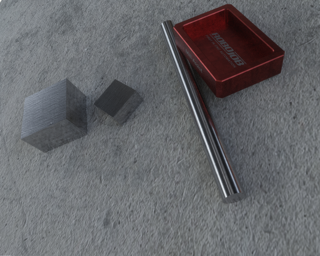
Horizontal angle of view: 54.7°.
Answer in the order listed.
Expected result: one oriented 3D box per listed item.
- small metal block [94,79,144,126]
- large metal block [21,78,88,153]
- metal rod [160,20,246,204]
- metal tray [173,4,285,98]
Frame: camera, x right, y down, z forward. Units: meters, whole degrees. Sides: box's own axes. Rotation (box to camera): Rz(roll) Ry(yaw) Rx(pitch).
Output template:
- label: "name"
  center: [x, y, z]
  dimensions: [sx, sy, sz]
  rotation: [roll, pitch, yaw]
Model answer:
- label: "small metal block"
  center: [-0.061, -0.038, 0.458]
  dimensions: [0.050, 0.025, 0.050]
  rotation: [32, 79, 37]
- label: "large metal block"
  center: [-0.163, -0.019, 0.482]
  dimensions: [0.080, 0.050, 0.080]
  rotation: [-22, 54, 14]
- label: "metal rod"
  center: [0.044, -0.044, 0.406]
  dimensions: [0.025, 0.025, 0.299]
  rotation: [-25, 53, 13]
- label: "metal tray"
  center: [0.084, -0.105, 0.403]
  dimensions: [0.090, 0.030, 0.130]
  rotation: [-24, 52, -6]
